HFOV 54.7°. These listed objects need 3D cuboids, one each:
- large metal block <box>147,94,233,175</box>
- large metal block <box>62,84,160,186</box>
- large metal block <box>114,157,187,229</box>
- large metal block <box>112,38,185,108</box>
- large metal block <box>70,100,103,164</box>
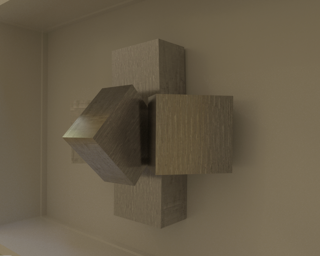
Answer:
[{"bbox_3d":[0.031,0.006,0.335,0.050,0.081,0.079,-174,84,-78],"label":"large metal block"},{"bbox_3d":[-0.049,0.008,0.358,0.050,0.080,0.080,-1,46,39],"label":"large metal block"},{"bbox_3d":[-0.013,0.075,0.400,0.080,0.050,0.080,1,91,40],"label":"large metal block"},{"bbox_3d":[-0.016,-0.062,0.398,0.080,0.050,0.080,-2,89,40],"label":"large metal block"},{"bbox_3d":[-0.085,0.005,0.430,0.050,0.080,0.080,-1,90,4],"label":"large metal block"}]
